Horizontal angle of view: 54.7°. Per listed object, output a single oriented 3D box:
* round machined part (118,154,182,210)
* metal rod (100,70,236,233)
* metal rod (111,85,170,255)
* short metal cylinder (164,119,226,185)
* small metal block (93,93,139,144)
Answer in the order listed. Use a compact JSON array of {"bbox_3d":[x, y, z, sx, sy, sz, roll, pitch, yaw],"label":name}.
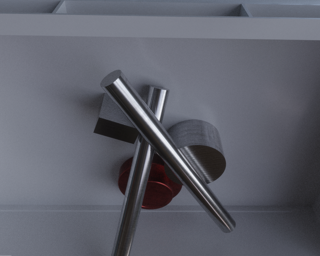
[{"bbox_3d":[-0.015,0.088,0.473,0.099,0.042,0.097,-1,130,0],"label":"round machined part"},{"bbox_3d":[0.028,0.050,0.386,0.025,0.025,0.300,-24,126,19],"label":"metal rod"},{"bbox_3d":[-0.034,0.092,0.406,0.025,0.025,0.298,11,104,-10],"label":"metal rod"},{"bbox_3d":[0.046,0.035,0.423,0.081,0.050,0.079,0,130,0],"label":"short metal cylinder"},{"bbox_3d":[-0.050,-0.012,0.382,0.050,0.050,0.025,17,128,-15],"label":"small metal block"}]
